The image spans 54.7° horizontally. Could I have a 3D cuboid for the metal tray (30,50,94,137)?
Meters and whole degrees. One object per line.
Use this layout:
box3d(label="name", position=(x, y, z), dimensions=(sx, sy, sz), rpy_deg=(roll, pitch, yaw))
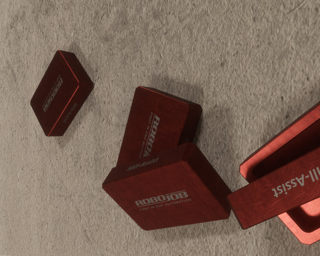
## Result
box3d(label="metal tray", position=(-0.176, -0.058, 0.543), dimensions=(0.129, 0.030, 0.090), rpy_deg=(-50, 61, 28))

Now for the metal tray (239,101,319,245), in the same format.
box3d(label="metal tray", position=(0.145, 0.028, 0.260), dimensions=(0.090, 0.030, 0.129), rpy_deg=(50, 120, 11))

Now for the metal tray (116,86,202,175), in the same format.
box3d(label="metal tray", position=(-0.006, 0.019, 0.405), dimensions=(0.090, 0.030, 0.129), rpy_deg=(25, 105, 37))

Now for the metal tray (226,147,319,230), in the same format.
box3d(label="metal tray", position=(0.130, 0.037, 0.254), dimensions=(0.130, 0.091, 0.030), rpy_deg=(-39, 66, 33))

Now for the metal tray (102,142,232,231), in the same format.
box3d(label="metal tray", position=(0.007, 0.074, 0.360), dimensions=(0.130, 0.030, 0.090), rpy_deg=(-22, 116, 36))
